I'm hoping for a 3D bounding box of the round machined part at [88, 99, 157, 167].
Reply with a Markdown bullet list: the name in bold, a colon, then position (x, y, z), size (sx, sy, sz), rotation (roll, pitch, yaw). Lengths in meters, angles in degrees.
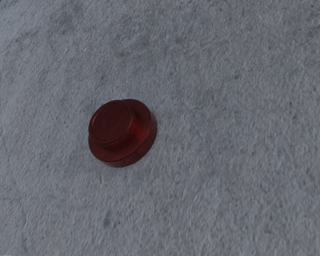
- **round machined part**: position (-0.057, 0.001, 0.421), size (0.098, 0.042, 0.098), rotation (-13, 56, 20)
